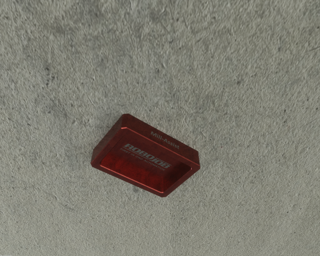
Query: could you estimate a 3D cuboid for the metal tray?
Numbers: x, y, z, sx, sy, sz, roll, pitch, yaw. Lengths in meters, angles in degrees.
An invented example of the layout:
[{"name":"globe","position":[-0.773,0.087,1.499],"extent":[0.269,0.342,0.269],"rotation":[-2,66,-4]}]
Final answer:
[{"name":"metal tray","position":[-0.020,0.044,0.443],"extent":[0.131,0.030,0.090],"rotation":[29,124,-23]}]
